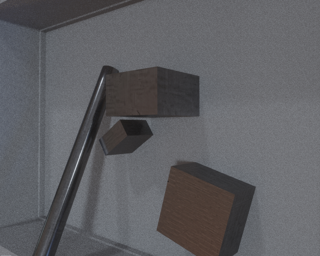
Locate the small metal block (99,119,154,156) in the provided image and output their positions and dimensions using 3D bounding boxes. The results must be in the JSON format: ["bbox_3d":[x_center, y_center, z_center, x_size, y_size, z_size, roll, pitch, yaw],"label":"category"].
[{"bbox_3d":[-0.046,0.013,0.427,0.050,0.050,0.025,-41,66,32],"label":"small metal block"}]

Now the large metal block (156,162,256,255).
[{"bbox_3d":[0.050,0.091,0.348,0.080,0.050,0.079,20,102,38],"label":"large metal block"}]

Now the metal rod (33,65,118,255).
[{"bbox_3d":[-0.112,0.048,0.418,0.025,0.025,0.299,-2,64,39],"label":"metal rod"}]

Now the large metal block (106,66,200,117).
[{"bbox_3d":[-0.008,-0.039,0.376,0.080,0.081,0.050,0,90,39],"label":"large metal block"}]
